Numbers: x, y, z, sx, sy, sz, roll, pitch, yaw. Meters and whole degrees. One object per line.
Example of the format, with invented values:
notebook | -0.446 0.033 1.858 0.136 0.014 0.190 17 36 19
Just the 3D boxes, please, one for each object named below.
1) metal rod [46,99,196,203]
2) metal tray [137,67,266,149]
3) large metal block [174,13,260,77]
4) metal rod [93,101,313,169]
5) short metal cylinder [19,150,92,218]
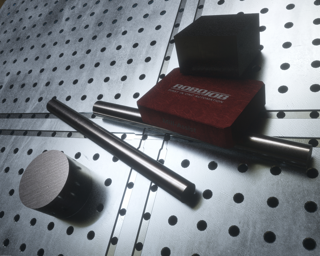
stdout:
metal rod | -0.075 0.018 0.436 0.300 0.025 0.025 27 77 37
metal tray | 0.048 -0.031 0.377 0.130 0.030 0.090 18 50 36
large metal block | 0.076 -0.109 0.399 0.080 0.050 0.080 10 40 32
metal rod | 0.028 0.000 0.393 0.300 0.025 0.025 14 69 33
short metal cylinder | -0.140 0.076 0.419 0.080 0.050 0.080 -13 56 21
